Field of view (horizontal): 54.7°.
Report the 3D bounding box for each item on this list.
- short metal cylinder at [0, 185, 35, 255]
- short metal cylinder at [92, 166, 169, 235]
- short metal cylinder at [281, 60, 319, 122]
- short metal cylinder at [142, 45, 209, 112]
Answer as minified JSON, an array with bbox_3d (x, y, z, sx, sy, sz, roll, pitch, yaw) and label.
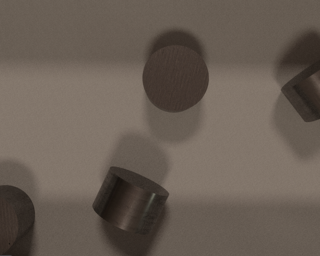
[{"bbox_3d":[-0.211,0.118,0.396,0.081,0.050,0.079,0,90,-1],"label":"short metal cylinder"},{"bbox_3d":[-0.036,0.088,0.384,0.080,0.080,0.050,25,90,-1],"label":"short metal cylinder"},{"bbox_3d":[0.202,-0.051,0.387,0.080,0.080,0.050,-37,90,0],"label":"short metal cylinder"},{"bbox_3d":[0.019,-0.061,0.399,0.081,0.050,0.079,0,90,-1],"label":"short metal cylinder"}]
